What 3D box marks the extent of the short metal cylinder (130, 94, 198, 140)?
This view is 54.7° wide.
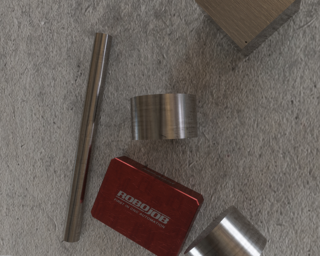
[{"bbox_3d":[0.005,-0.012,0.378,0.080,0.080,0.050,-3,89,20],"label":"short metal cylinder"}]

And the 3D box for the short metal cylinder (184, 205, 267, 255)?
[{"bbox_3d":[0.074,0.135,0.354,0.050,0.080,0.080,46,104,14],"label":"short metal cylinder"}]

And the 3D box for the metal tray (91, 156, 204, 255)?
[{"bbox_3d":[-0.019,0.104,0.413,0.130,0.030,0.089,25,98,18],"label":"metal tray"}]

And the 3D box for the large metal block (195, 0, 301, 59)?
[{"bbox_3d":[0.102,-0.142,0.360,0.080,0.050,0.080,-43,77,15],"label":"large metal block"}]

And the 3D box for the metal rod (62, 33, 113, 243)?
[{"bbox_3d":[-0.105,0.016,0.445,0.025,0.025,0.298,11,94,19],"label":"metal rod"}]
